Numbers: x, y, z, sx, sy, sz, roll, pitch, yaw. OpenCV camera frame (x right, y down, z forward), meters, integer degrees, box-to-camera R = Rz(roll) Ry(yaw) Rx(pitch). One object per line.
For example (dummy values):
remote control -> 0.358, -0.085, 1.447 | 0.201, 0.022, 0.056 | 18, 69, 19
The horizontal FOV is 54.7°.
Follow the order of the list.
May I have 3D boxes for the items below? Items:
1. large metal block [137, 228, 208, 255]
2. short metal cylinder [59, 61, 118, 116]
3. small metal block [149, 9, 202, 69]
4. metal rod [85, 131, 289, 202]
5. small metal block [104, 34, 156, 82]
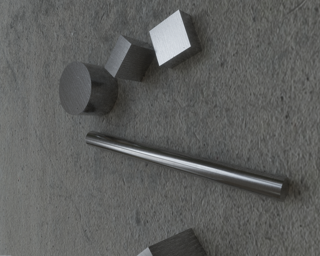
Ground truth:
large metal block -> 0.018, 0.172, 0.353 | 0.050, 0.081, 0.080 | -47, 62, 29
short metal cylinder -> -0.111, -0.059, 0.478 | 0.080, 0.050, 0.079 | 0, 90, 39
small metal block -> 0.019, -0.109, 0.388 | 0.050, 0.025, 0.050 | -25, 75, 37
metal rod -> 0.007, 0.038, 0.397 | 0.300, 0.025, 0.025 | 11, 97, 39
small metal block -> -0.039, -0.093, 0.419 | 0.025, 0.050, 0.050 | 46, 118, 30
